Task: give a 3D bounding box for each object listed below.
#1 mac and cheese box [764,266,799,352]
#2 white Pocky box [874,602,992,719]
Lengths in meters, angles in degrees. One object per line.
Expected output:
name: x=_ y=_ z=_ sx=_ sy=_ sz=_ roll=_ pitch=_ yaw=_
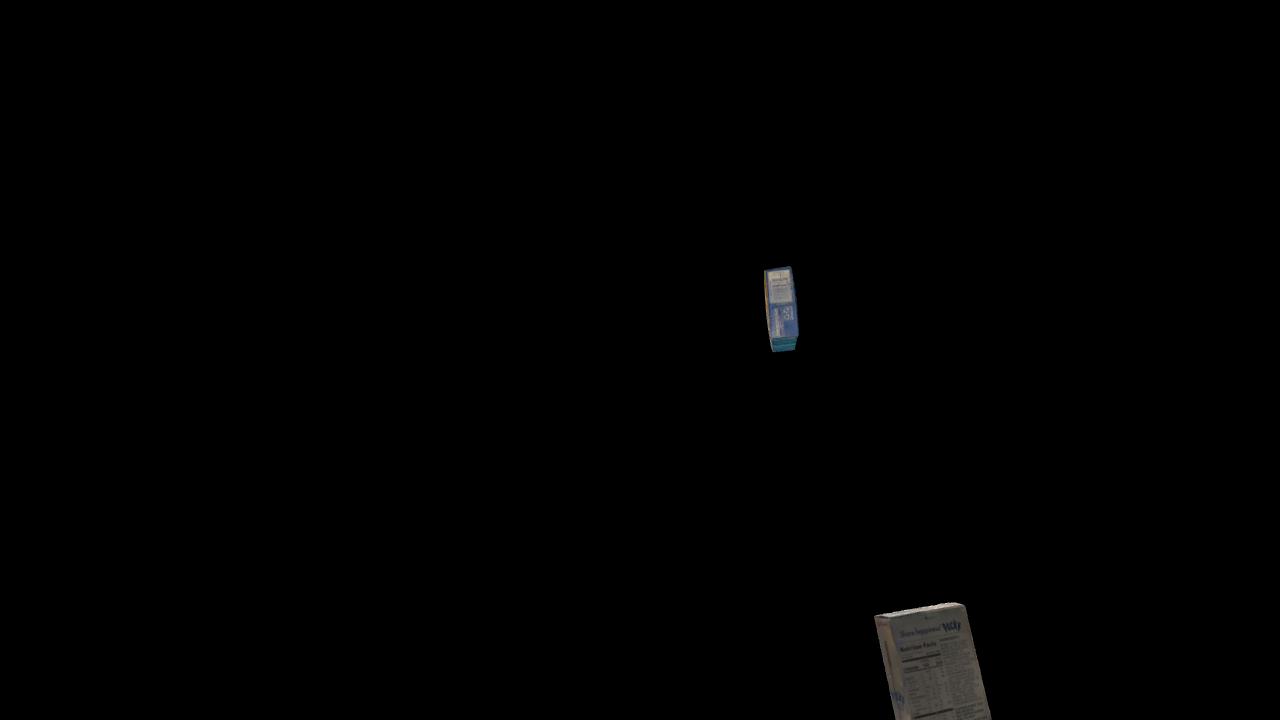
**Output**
mac and cheese box: x=0.198 y=-0.065 z=0.865 sx=0.041 sy=0.093 sz=0.184 roll=-7 pitch=-7 yaw=12
white Pocky box: x=0.262 y=0.300 z=0.538 sx=0.084 sy=0.154 sz=0.028 roll=-2 pitch=-16 yaw=-16
